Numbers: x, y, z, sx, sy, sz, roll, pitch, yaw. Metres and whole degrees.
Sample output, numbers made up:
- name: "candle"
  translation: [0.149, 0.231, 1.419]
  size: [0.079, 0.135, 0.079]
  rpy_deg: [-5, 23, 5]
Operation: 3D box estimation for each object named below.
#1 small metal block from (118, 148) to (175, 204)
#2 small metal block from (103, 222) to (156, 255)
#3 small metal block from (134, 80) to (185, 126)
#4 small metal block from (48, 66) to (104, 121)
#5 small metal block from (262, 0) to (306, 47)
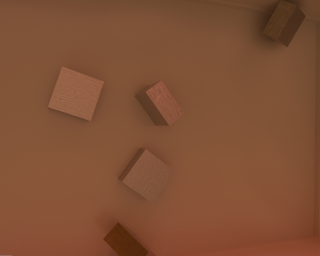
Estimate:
- name: "small metal block"
  translation: [-0.018, 0.061, 0.404]
  size: [0.050, 0.025, 0.050]
  rpy_deg: [39, 78, -16]
- name: "small metal block"
  translation: [-0.035, 0.144, 0.374]
  size: [0.050, 0.050, 0.025]
  rpy_deg: [36, 75, 24]
- name: "small metal block"
  translation: [-0.002, -0.030, 0.396]
  size: [0.025, 0.050, 0.050]
  rpy_deg: [-39, 103, -16]
- name: "small metal block"
  translation: [-0.101, -0.040, 0.373]
  size: [0.050, 0.025, 0.050]
  rpy_deg: [19, 84, -19]
- name: "small metal block"
  translation: [0.183, -0.152, 0.455]
  size: [0.050, 0.025, 0.050]
  rpy_deg: [1, 120, -52]
